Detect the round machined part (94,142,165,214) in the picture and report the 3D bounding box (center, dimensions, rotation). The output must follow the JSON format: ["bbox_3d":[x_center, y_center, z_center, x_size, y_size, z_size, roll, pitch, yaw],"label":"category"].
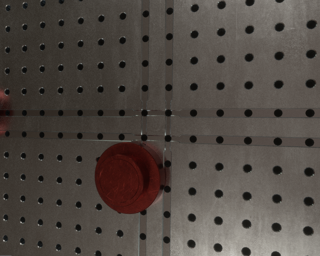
[{"bbox_3d":[-0.046,0.068,0.419,0.098,0.042,0.097,0,90,19],"label":"round machined part"}]
